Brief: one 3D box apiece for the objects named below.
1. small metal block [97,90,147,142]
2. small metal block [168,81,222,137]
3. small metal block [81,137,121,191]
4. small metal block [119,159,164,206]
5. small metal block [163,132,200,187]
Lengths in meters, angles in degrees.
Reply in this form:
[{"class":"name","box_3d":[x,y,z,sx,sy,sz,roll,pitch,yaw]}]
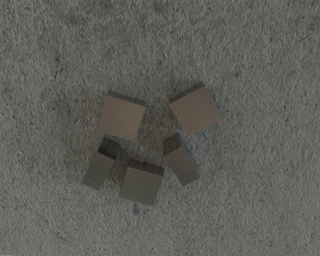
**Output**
[{"class":"small metal block","box_3d":[-0.049,-0.016,0.403,0.050,0.025,0.050,17,109,-7]},{"class":"small metal block","box_3d":[0.045,-0.024,0.401,0.050,0.025,0.050,-27,108,9]},{"class":"small metal block","box_3d":[-0.078,0.047,0.413,0.025,0.050,0.050,27,108,-10]},{"class":"small metal block","box_3d":[-0.026,0.077,0.438,0.050,0.025,0.050,16,109,-6]},{"class":"small metal block","box_3d":[0.028,0.041,0.412,0.025,0.050,0.050,-29,108,10]}]
